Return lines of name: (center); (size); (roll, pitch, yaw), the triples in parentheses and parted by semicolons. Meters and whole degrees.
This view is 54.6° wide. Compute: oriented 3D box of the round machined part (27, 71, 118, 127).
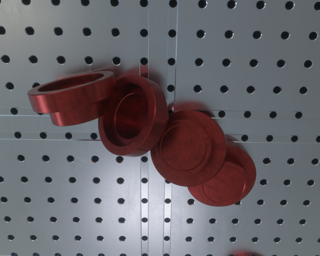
round machined part: (-0.097, -0.034, 0.362); (0.098, 0.098, 0.042); (-10, 110, 4)

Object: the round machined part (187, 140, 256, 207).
round machined part: (0.085, 0.069, 0.430); (0.099, 0.042, 0.097); (0, 110, 0)

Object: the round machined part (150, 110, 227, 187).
round machined part: (0.034, 0.025, 0.391); (0.098, 0.042, 0.098); (-1, 85, 17)

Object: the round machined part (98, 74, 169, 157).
round machined part: (-0.028, -0.013, 0.380); (0.042, 0.098, 0.098); (15, 115, -48)
